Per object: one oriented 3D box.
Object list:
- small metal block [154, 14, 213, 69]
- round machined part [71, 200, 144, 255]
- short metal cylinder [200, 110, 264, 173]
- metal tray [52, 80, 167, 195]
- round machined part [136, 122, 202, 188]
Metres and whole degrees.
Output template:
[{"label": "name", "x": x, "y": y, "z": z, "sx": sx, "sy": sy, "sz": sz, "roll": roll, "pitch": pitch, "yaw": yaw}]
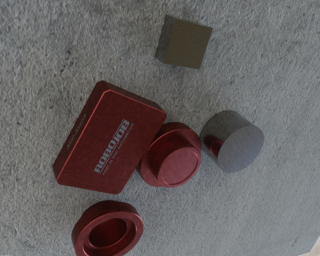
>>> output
[{"label": "small metal block", "x": 0.027, "y": -0.100, "z": 0.362, "sx": 0.050, "sy": 0.025, "sz": 0.050, "roll": 2, "pitch": 117, "yaw": -30}, {"label": "round machined part", "x": -0.077, "y": 0.143, "z": 0.444, "sx": 0.099, "sy": 0.042, "sz": 0.097, "roll": -14, "pitch": 125, "yaw": -21}, {"label": "short metal cylinder", "x": 0.106, "y": 0.020, "z": 0.463, "sx": 0.081, "sy": 0.050, "sz": 0.079, "roll": -14, "pitch": 125, "yaw": -21}, {"label": "metal tray", "x": -0.062, "y": 0.017, "z": 0.381, "sx": 0.091, "sy": 0.030, "sz": 0.129, "roll": 21, "pitch": 107, "yaw": -36}, {"label": "round machined part", "x": 0.018, "y": 0.044, "z": 0.430, "sx": 0.099, "sy": 0.042, "sz": 0.097, "roll": -17, "pitch": 128, "yaw": -23}]
